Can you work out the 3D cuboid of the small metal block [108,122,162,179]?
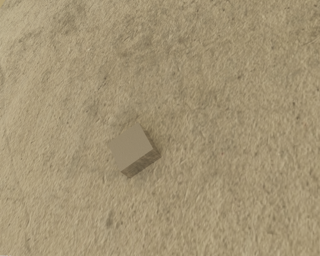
[{"bbox_3d":[-0.034,0.029,0.405,0.050,0.025,0.050,-35,51,5],"label":"small metal block"}]
